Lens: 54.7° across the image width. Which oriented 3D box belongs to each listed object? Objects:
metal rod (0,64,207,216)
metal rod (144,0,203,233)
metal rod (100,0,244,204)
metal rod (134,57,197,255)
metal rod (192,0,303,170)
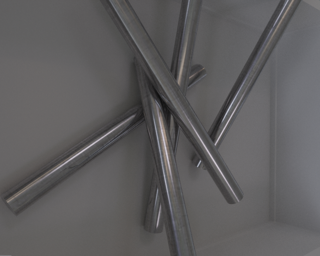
[{"bbox_3d":[-0.042,-0.005,0.371,0.302,0.025,0.025,-38,114,-33],"label":"metal rod"},{"bbox_3d":[0.016,-0.016,0.390,0.025,0.025,0.298,6,95,-40],"label":"metal rod"},{"bbox_3d":[0.022,-0.026,0.362,0.025,0.025,0.299,-45,113,-31],"label":"metal rod"},{"bbox_3d":[0.007,0.047,0.335,0.025,0.025,0.299,8,61,-40],"label":"metal rod"},{"bbox_3d":[0.124,-0.075,0.426,0.025,0.025,0.298,17,106,-39],"label":"metal rod"}]
